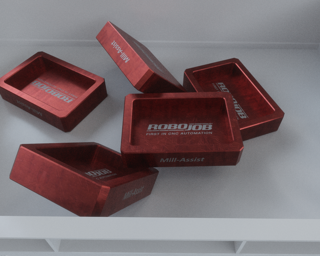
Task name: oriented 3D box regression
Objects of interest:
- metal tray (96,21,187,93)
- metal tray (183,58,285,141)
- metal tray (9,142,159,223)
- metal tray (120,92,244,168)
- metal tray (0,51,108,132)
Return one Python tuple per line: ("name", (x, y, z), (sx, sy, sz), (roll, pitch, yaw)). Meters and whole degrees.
("metal tray", (-0.026, -0.090, 0.439), (0.030, 0.090, 0.130), (-48, 55, 16))
("metal tray", (0.098, -0.042, 0.437), (0.091, 0.030, 0.130), (-16, 52, -13))
("metal tray", (-0.064, 0.045, 0.306), (0.090, 0.130, 0.030), (22, 95, 17))
("metal tray", (0.023, 0.000, 0.363), (0.131, 0.030, 0.090), (-1, 50, 0))
("metal tray", (-0.154, -0.057, 0.447), (0.130, 0.030, 0.090), (25, 54, 19))
